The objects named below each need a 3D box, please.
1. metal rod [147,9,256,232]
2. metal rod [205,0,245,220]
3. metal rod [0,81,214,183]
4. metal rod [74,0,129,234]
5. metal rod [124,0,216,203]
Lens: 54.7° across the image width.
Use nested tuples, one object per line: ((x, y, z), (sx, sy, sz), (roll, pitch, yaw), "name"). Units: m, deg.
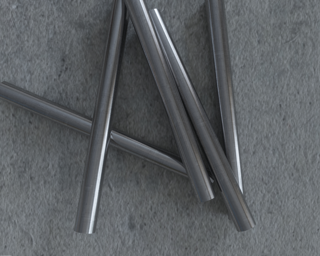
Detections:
((0.048, -0.014, 0.396), (0.025, 0.025, 0.299), (-23, 85, 0), "metal rod")
((0.087, -0.029, 0.411), (0.025, 0.025, 0.298), (-6, 90, -1), "metal rod")
((-0.069, 0.009, 0.409), (0.301, 0.025, 0.025), (23, 90, -1), "metal rod")
((-0.069, -0.025, 0.387), (0.025, 0.025, 0.298), (8, 81, -1), "metal rod")
((0.007, -0.053, 0.386), (0.025, 0.025, 0.299), (-20, 89, 0), "metal rod")
